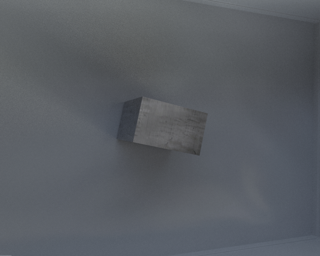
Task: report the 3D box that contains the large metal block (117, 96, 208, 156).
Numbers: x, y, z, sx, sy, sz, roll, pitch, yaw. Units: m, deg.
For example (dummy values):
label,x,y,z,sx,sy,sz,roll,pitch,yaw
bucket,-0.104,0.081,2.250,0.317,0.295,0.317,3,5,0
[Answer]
label,x,y,z,sx,sy,sz,roll,pitch,yaw
large metal block,-0.001,-0.001,0.380,0.081,0.080,0.050,13,86,-20
